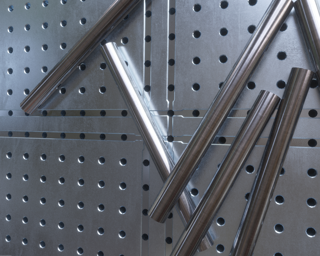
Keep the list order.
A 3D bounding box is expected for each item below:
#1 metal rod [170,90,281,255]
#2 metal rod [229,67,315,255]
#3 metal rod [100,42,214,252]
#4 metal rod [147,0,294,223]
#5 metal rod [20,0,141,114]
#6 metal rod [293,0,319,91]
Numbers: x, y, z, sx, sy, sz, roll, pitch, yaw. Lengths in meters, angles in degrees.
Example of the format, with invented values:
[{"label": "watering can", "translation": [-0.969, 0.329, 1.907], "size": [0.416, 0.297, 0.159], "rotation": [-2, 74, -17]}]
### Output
[{"label": "metal rod", "translation": [0.059, 0.092, 0.370], "size": [0.025, 0.025, 0.299], "rotation": [29, 91, 17]}, {"label": "metal rod", "translation": [0.121, 0.077, 0.369], "size": [0.025, 0.025, 0.298], "rotation": [18, 96, 19]}, {"label": "metal rod", "translation": [-0.008, 0.018, 0.415], "size": [0.025, 0.025, 0.299], "rotation": [-29, 81, 18]}, {"label": "metal rod", "translation": [0.070, -0.019, 0.372], "size": [0.025, 0.025, 0.299], "rotation": [31, 94, 17]}, {"label": "metal rod", "translation": [-0.100, -0.127, 0.448], "size": [0.299, 0.025, 0.025], "rotation": [-42, 77, 15]}, {"label": "metal rod", "translation": [0.202, -0.002, 0.340], "size": [0.025, 0.025, 0.299], "rotation": [-16, 85, 19]}]
